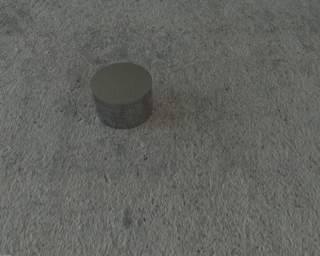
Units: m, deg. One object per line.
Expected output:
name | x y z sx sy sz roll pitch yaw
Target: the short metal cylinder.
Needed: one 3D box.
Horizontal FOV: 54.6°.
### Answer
short metal cylinder | -0.050 -0.045 0.425 0.080 0.050 0.080 0 50 0
